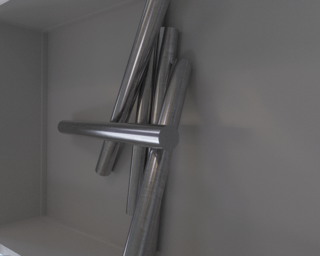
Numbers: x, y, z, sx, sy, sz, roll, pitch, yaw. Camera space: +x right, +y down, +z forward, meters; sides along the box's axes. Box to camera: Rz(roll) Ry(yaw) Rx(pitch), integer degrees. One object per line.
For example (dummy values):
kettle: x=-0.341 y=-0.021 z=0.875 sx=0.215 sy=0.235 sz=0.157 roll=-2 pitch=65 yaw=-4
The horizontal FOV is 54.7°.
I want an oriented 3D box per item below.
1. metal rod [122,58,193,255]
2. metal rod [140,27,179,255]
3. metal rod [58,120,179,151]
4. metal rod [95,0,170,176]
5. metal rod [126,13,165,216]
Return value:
metal rod: x=-0.006 y=0.056 z=0.332 sx=0.025 sy=0.025 sz=0.299 roll=-4 pitch=62 yaw=40
metal rod: x=-0.003 y=0.022 z=0.408 sx=0.025 sy=0.025 sz=0.298 roll=9 pitch=96 yaw=39
metal rod: x=-0.079 y=0.004 z=0.419 sx=0.299 sy=0.025 sz=0.025 roll=4 pitch=93 yaw=54
metal rod: x=-0.039 y=-0.053 z=0.407 sx=0.025 sy=0.025 sz=0.298 roll=43 pitch=126 yaw=31
metal rod: x=-0.019 y=-0.028 z=0.422 sx=0.025 sy=0.025 sz=0.298 roll=11 pitch=97 yaw=39
